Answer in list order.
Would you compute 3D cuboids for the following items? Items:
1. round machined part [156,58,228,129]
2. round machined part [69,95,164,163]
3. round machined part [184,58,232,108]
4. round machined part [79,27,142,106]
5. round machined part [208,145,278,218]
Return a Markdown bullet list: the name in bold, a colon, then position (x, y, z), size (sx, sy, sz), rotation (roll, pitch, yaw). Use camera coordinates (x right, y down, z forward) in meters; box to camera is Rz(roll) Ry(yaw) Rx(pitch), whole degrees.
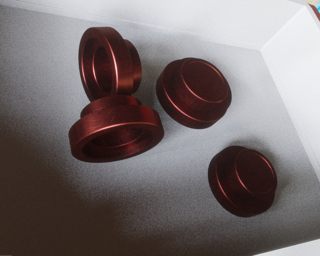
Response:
- **round machined part**: position (0.048, -0.051, 0.399), size (0.099, 0.042, 0.098), rotation (14, 56, -21)
- **round machined part**: position (-0.048, 0.000, 0.334), size (0.099, 0.097, 0.042), rotation (-2, 63, -30)
- **round machined part**: position (0.053, -0.053, 0.457), size (0.099, 0.042, 0.098), rotation (14, 56, -21)
- **round machined part**: position (-0.058, -0.071, 0.372), size (0.042, 0.097, 0.098), rotation (-15, 70, -35)
- **round machined part**: position (0.118, 0.067, 0.419), size (0.099, 0.042, 0.098), rotation (14, 56, -21)
